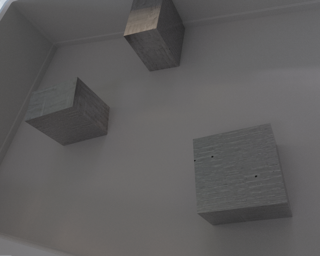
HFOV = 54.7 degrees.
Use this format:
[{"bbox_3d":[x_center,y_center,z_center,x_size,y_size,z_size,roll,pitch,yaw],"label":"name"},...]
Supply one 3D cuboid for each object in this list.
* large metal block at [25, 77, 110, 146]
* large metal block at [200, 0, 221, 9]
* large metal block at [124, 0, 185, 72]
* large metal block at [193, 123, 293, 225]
[{"bbox_3d":[-0.132,-0.021,0.453,0.080,0.080,0.050,-14,56,20],"label":"large metal block"},{"bbox_3d":[0.091,-0.253,0.500,0.080,0.050,0.080,-21,54,15],"label":"large metal block"},{"bbox_3d":[-0.004,-0.144,0.461,0.050,0.080,0.080,-5,60,26],"label":"large metal block"},{"bbox_3d":[0.082,0.049,0.316,0.080,0.050,0.080,-13,56,21],"label":"large metal block"}]
